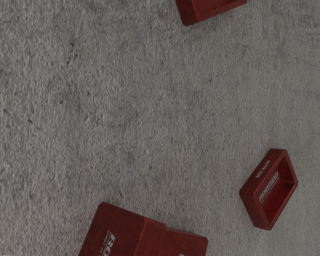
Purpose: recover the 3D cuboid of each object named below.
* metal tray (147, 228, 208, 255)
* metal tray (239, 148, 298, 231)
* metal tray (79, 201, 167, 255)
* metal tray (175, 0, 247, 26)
[{"bbox_3d":[0.011,0.203,0.411,0.090,0.030,0.130,26,74,-37],"label":"metal tray"},{"bbox_3d":[0.205,0.110,0.572,0.131,0.030,0.090,-42,116,-32],"label":"metal tray"},{"bbox_3d":[-0.052,0.150,0.318,0.030,0.090,0.130,32,70,-36],"label":"metal tray"},{"bbox_3d":[0.074,-0.214,0.461,0.131,0.030,0.090,-33,110,-35],"label":"metal tray"}]
